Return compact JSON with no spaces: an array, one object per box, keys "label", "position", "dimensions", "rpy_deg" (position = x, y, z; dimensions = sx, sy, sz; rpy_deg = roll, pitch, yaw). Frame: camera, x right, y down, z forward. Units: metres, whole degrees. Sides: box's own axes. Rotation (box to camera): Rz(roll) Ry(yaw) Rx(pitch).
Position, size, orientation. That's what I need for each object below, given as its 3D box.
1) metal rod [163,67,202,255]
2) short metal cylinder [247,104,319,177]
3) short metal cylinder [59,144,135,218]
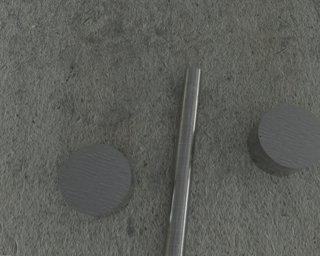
[{"label":"metal rod","position":[0.028,0.060,0.386],"dimensions":[0.025,0.025,0.299],"rpy_deg":[7,70,2]},{"label":"short metal cylinder","position":[0.157,0.017,0.390],"dimensions":[0.081,0.050,0.080],"rpy_deg":[0,70,0]},{"label":"short metal cylinder","position":[-0.072,0.064,0.371],"dimensions":[0.081,0.050,0.080],"rpy_deg":[0,70,0]}]
